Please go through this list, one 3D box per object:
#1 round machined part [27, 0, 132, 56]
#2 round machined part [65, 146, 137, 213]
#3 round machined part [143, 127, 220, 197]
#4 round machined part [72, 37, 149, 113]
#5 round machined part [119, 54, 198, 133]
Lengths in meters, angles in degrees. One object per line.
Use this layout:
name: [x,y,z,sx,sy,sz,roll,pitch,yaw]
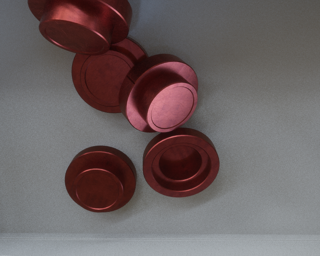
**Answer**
round machined part: [-0.080,-0.106,0.307,0.099,0.098,0.042,11,78,-5]
round machined part: [-0.083,0.077,0.430,0.099,0.042,0.097,0,110,-1]
round machined part: [0.026,0.042,0.413,0.099,0.042,0.097,-2,118,-3]
round machined part: [-0.059,-0.064,0.378,0.099,0.042,0.097,0,111,-1]
round machined part: [0.005,-0.034,0.365,0.099,0.042,0.097,-20,134,-22]
